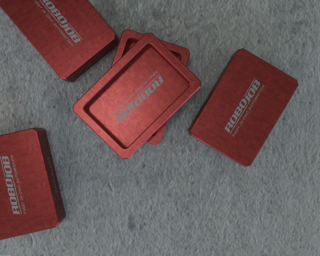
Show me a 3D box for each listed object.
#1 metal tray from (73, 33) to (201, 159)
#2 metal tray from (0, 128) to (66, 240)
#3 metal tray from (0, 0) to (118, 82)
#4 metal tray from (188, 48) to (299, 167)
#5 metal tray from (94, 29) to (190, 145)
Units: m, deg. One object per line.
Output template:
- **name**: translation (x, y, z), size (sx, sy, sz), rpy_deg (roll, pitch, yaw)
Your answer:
- **metal tray**: translation (-0.027, -0.038, 0.376), size (0.090, 0.030, 0.130), rpy_deg (45, 90, -1)
- **metal tray**: translation (-0.185, 0.072, 0.405), size (0.091, 0.030, 0.129), rpy_deg (-13, 90, -1)
- **metal tray**: translation (-0.129, -0.137, 0.406), size (0.090, 0.030, 0.130), rpy_deg (-40, 91, 0)
- **metal tray**: translation (0.108, -0.026, 0.409), size (0.090, 0.030, 0.130), rpy_deg (31, 90, -1)
- **metal tray**: translation (-0.023, -0.052, 0.407), size (0.090, 0.030, 0.129), rpy_deg (18, 90, -1)
